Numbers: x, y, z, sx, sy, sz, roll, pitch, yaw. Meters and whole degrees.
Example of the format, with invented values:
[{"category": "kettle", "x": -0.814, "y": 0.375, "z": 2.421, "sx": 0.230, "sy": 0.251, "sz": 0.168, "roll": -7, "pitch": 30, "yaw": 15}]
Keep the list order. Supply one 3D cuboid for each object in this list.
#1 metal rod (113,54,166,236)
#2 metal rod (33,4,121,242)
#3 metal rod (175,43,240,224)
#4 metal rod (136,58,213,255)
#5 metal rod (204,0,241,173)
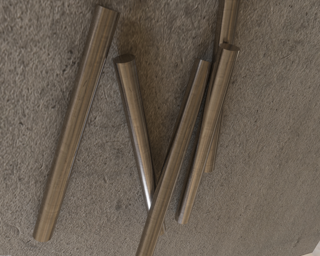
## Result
[{"category": "metal rod", "x": -0.021, "y": 0.045, "z": 0.423, "sx": 0.025, "sy": 0.025, "sz": 0.298, "roll": -20, "pitch": 126, "yaw": -16}, {"category": "metal rod", "x": -0.103, "y": 0.012, "z": 0.357, "sx": 0.025, "sy": 0.025, "sz": 0.298, "roll": 8, "pitch": 114, "yaw": -32}, {"category": "metal rod", "x": 0.059, "y": 0.029, "z": 0.439, "sx": 0.025, "sy": 0.025, "sz": 0.298, "roll": -8, "pitch": 127, "yaw": -25}, {"category": "metal rod", "x": 0.016, "y": 0.054, "z": 0.424, "sx": 0.025, "sy": 0.025, "sz": 0.298, "roll": 7, "pitch": 108, "yaw": -32}, {"category": "metal rod", "x": 0.078, "y": -0.066, "z": 0.408, "sx": 0.025, "sy": 0.025, "sz": 0.298, "roll": -12, "pitch": 124, "yaw": -22}]
